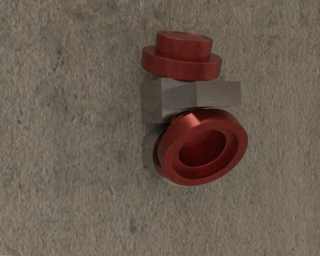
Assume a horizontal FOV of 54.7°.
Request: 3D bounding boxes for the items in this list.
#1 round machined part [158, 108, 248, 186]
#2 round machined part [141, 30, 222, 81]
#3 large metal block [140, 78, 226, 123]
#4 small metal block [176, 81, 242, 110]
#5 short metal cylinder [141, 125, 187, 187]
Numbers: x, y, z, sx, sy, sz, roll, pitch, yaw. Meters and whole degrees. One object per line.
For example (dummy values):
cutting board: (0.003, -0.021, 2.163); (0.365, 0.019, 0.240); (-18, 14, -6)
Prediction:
round machined part: (0.044, 0.017, 0.348); (0.099, 0.042, 0.097); (-11, 132, -13)
round machined part: (0.027, -0.092, 0.378); (0.099, 0.098, 0.042); (-2, 116, -20)
large metal block: (0.026, -0.032, 0.391); (0.081, 0.080, 0.050); (-2, 91, -20)
small metal block: (0.051, -0.034, 0.331); (0.050, 0.050, 0.025); (-3, 91, -20)
short metal cylinder: (0.020, 0.033, 0.407); (0.081, 0.050, 0.079); (0, 90, -21)
